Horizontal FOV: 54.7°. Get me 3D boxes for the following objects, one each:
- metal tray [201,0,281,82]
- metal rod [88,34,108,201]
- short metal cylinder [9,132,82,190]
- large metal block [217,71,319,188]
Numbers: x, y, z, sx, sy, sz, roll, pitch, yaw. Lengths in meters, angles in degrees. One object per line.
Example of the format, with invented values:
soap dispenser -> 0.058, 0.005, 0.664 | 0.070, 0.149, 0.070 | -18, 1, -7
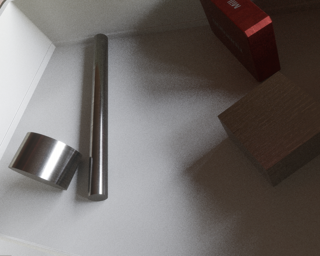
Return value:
metal tray -> 0.097, -0.128, 0.391 | 0.030, 0.090, 0.130 | -33, 52, 7
metal rod -> -0.092, -0.036, 0.474 | 0.025, 0.025, 0.299 | -18, 55, 17
short metal cylinder -> -0.154, 0.046, 0.421 | 0.080, 0.080, 0.050 | 8, 66, 31
large metal block -> 0.122, 0.001, 0.325 | 0.080, 0.050, 0.080 | -37, 51, 3
